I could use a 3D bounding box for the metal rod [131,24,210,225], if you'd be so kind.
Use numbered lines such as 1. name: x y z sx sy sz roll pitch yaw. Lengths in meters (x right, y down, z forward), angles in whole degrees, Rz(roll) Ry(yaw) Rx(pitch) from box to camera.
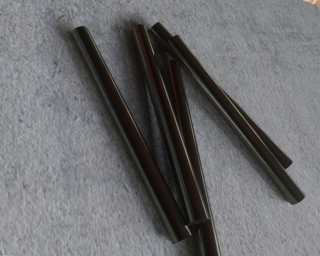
1. metal rod: 0.005 -0.024 0.410 0.025 0.025 0.299 0 58 -29

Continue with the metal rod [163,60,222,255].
1. metal rod: 0.039 0.035 0.404 0.025 0.025 0.299 5 59 -26

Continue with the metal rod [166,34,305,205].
1. metal rod: 0.110 -0.014 0.460 0.025 0.025 0.299 -35 86 -39

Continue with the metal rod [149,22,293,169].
1. metal rod: 0.092 -0.051 0.487 0.300 0.025 0.025 47 51 5

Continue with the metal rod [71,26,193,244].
1. metal rod: -0.042 -0.004 0.384 0.025 0.025 0.299 -17 71 -35
